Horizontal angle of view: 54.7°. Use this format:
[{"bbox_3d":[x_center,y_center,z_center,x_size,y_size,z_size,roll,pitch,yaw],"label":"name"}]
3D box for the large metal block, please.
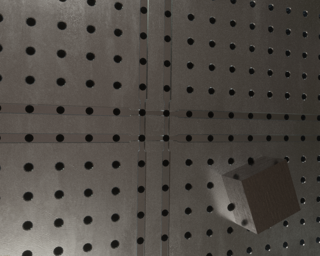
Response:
[{"bbox_3d":[0.148,0.095,0.456,0.081,0.050,0.080,-21,97,-19],"label":"large metal block"}]
